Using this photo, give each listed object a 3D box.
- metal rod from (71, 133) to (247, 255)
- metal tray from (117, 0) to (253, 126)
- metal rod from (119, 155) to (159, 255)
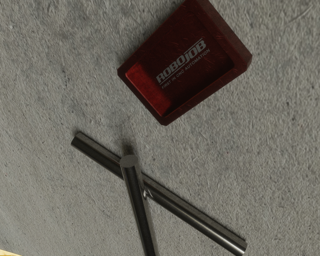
[{"bbox_3d":[-0.005,0.098,0.468,0.301,0.025,0.025,33,128,6],"label":"metal rod"},{"bbox_3d":[0.023,-0.069,0.347,0.090,0.030,0.130,49,128,-7],"label":"metal tray"},{"bbox_3d":[-0.023,0.163,0.495,0.025,0.025,0.298,9,129,23],"label":"metal rod"}]
